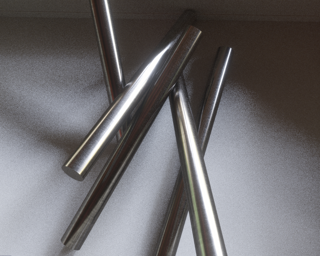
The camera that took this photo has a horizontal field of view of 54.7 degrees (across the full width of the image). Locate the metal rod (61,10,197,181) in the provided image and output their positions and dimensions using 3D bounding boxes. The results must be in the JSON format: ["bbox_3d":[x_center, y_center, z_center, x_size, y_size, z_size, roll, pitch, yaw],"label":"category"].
[{"bbox_3d":[-0.021,-0.061,0.390,0.025,0.025,0.301,26,56,9],"label":"metal rod"}]

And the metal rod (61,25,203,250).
[{"bbox_3d":[-0.030,0.006,0.377,0.025,0.025,0.299,29,83,9],"label":"metal rod"}]

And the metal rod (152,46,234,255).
[{"bbox_3d":[0.049,0.022,0.402,0.025,0.025,0.299,17,71,6],"label":"metal rod"}]

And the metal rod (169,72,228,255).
[{"bbox_3d":[0.031,0.017,0.341,0.025,0.025,0.300,-5,46,-2],"label":"metal rod"}]

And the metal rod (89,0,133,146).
[{"bbox_3d":[-0.067,-0.119,0.378,0.025,0.025,0.298,-11,100,-4],"label":"metal rod"}]
